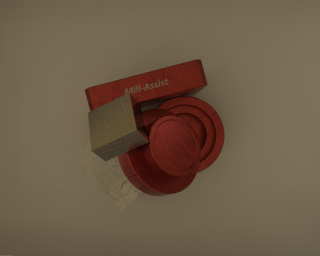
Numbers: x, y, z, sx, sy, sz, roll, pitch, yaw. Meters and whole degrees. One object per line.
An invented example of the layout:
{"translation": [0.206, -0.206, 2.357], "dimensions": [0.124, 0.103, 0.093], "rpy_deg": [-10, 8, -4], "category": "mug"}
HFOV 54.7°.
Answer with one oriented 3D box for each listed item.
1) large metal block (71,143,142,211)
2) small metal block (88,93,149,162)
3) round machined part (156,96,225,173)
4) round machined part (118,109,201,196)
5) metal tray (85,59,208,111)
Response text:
{"translation": [-0.052, 0.046, 0.382], "dimensions": [0.050, 0.080, 0.080], "rpy_deg": [-44, 91, 0], "category": "large metal block"}
{"translation": [-0.044, -0.001, 0.317], "dimensions": [0.050, 0.025, 0.050], "rpy_deg": [-24, 51, 12], "category": "small metal block"}
{"translation": [0.031, 0.009, 0.403], "dimensions": [0.099, 0.042, 0.097], "rpy_deg": [0, 90, -1], "category": "round machined part"}
{"translation": [0.006, 0.024, 0.344], "dimensions": [0.099, 0.042, 0.098], "rpy_deg": [14, 65, -31], "category": "round machined part"}
{"translation": [-0.015, -0.045, 0.377], "dimensions": [0.131, 0.090, 0.030], "rpy_deg": [-15, 91, -1], "category": "metal tray"}
